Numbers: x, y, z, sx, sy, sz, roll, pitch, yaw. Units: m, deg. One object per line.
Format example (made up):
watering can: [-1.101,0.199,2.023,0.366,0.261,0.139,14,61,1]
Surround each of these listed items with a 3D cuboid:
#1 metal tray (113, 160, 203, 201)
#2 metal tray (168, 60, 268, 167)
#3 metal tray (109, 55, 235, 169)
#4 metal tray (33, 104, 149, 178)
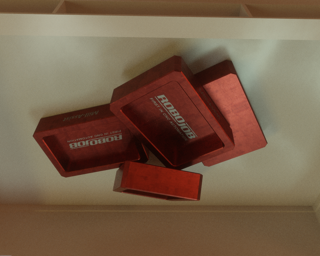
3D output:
metal tray: [-0.009,0.072,0.400,0.091,0.030,0.130,12,165,-10]
metal tray: [0.073,-0.012,0.397,0.090,0.030,0.130,-23,127,18]
metal tray: [0.017,-0.009,0.357,0.090,0.030,0.130,-25,126,23]
metal tray: [-0.088,0.018,0.419,0.131,0.030,0.090,-12,130,9]
